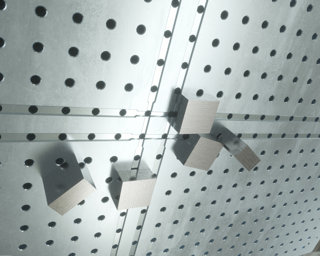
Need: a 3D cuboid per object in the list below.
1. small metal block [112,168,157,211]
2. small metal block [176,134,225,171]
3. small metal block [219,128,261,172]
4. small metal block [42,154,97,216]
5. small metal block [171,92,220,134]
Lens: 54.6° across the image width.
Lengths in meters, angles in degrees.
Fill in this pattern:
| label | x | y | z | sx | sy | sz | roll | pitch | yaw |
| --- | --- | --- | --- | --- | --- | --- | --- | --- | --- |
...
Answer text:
| label | x | y | z | sx | sy | sz | roll | pitch | yaw |
| --- | --- | --- | --- | --- | --- | --- | --- | --- | --- |
| small metal block | -0.037 | 0.087 | 0.444 | 0.050 | 0.025 | 0.050 | -1 | 119 | -28 |
| small metal block | 0.060 | 0.033 | 0.464 | 0.050 | 0.025 | 0.050 | 17 | 109 | -35 |
| small metal block | 0.122 | 0.034 | 0.482 | 0.025 | 0.050 | 0.050 | -46 | 129 | 4 |
| small metal block | -0.111 | 0.068 | 0.376 | 0.050 | 0.050 | 0.025 | -37 | 129 | -3 |
| small metal block | 0.048 | -0.020 | 0.424 | 0.050 | 0.025 | 0.050 | -1 | 119 | -28 |
